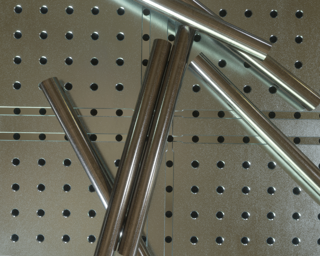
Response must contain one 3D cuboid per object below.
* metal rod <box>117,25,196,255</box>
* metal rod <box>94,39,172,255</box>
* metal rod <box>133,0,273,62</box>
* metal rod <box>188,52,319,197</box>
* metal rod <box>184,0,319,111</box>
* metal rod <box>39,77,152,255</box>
[{"bbox_3d":[-0.003,0.012,0.399,0.025,0.025,0.299,15,85,0],"label":"metal rod"},{"bbox_3d":[-0.035,0.030,0.396,0.025,0.025,0.299,15,83,0],"label":"metal rod"},{"bbox_3d":[0.000,-0.162,0.397,0.301,0.025,0.025,28,90,6],"label":"metal rod"},{"bbox_3d":[0.153,0.014,0.414,0.300,0.025,0.025,45,90,0],"label":"metal rod"},{"bbox_3d":[0.089,-0.124,0.413,0.300,0.025,0.025,38,90,0],"label":"metal rod"},{"bbox_3d":[-0.078,0.070,0.412,0.025,0.025,0.299,-28,90,0],"label":"metal rod"}]
